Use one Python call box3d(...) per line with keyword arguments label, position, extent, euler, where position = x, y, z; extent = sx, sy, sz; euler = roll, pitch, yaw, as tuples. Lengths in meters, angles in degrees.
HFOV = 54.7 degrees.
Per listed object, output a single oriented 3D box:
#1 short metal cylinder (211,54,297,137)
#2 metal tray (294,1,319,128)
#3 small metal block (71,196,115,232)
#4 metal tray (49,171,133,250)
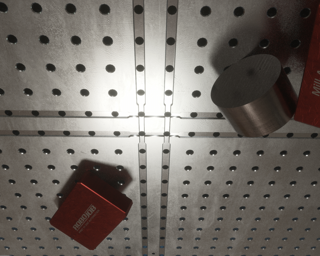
box3d(label="short metal cylinder", position=(0.105, -0.036, 0.346), extent=(0.080, 0.080, 0.050), euler=(-29, 125, 22))
box3d(label="metal tray", position=(0.174, -0.075, 0.308), extent=(0.030, 0.090, 0.129), euler=(22, 139, 31))
box3d(label="small metal block", position=(-0.116, 0.151, 0.538), extent=(0.050, 0.025, 0.050), euler=(-37, 121, 27))
box3d(label="metal tray", position=(-0.115, 0.139, 0.507), extent=(0.090, 0.030, 0.129), euler=(36, 123, -6))
